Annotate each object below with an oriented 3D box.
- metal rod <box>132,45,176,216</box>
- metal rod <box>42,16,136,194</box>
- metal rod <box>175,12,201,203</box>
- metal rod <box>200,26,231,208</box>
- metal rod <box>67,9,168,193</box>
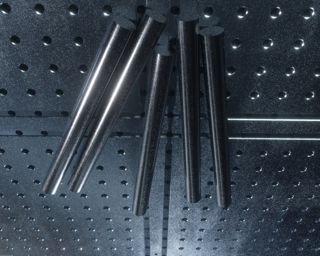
[{"bbox_3d":[-0.015,0.028,0.435,0.025,0.025,0.298,6,130,-5],"label":"metal rod"},{"bbox_3d":[-0.105,-0.007,0.404,0.025,0.025,0.298,22,127,-17],"label":"metal rod"},{"bbox_3d":[0.041,0.000,0.412,0.025,0.025,0.298,-4,130,3],"label":"metal rod"},{"bbox_3d":[0.080,0.010,0.420,0.025,0.025,0.299,-8,130,6],"label":"metal rod"},{"bbox_3d":[-0.068,-0.011,0.402,0.025,0.025,0.298,20,127,-16],"label":"metal rod"}]
